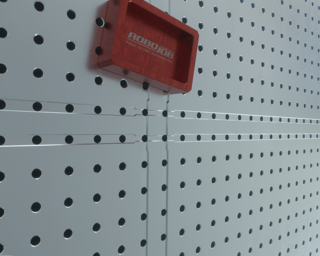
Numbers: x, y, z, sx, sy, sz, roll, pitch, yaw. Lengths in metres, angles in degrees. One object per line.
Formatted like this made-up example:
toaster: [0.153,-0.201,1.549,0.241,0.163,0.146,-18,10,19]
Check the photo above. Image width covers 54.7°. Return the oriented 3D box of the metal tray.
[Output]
metal tray: [-0.009,-0.103,0.399,0.131,0.030,0.090,14,81,-39]
